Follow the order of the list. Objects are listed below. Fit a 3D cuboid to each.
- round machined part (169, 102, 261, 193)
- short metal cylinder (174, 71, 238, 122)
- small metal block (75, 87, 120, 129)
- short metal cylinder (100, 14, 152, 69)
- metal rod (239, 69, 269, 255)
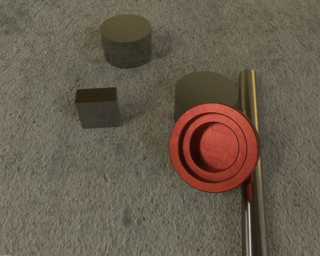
[{"bbox_3d":[0.063,0.021,0.352,0.098,0.097,0.042,29,12,22],"label":"round machined part"},{"bbox_3d":[0.059,-0.031,0.413,0.081,0.050,0.080,0,50,0],"label":"short metal cylinder"},{"bbox_3d":[-0.080,-0.026,0.408,0.050,0.050,0.025,-4,50,-3],"label":"small metal block"},{"bbox_3d":[-0.054,-0.142,0.506,0.081,0.050,0.080,0,50,0],"label":"short metal cylinder"},{"bbox_3d":[0.110,0.033,0.375,0.025,0.025,0.300,7,50,5],"label":"metal rod"}]
